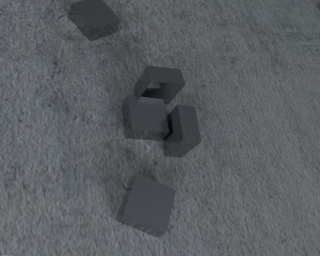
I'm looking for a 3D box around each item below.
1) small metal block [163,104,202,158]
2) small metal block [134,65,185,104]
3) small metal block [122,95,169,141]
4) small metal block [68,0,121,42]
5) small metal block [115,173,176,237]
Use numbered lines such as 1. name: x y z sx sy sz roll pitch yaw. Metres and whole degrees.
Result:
1. small metal block: 0.026 0.005 0.400 0.025 0.050 0.050 7 59 -25
2. small metal block: -0.002 -0.057 0.423 0.050 0.050 0.025 1 62 -28
3. small metal block: -0.020 -0.013 0.402 0.050 0.025 0.050 5 60 -26
4. small metal block: -0.095 -0.159 0.451 0.050 0.025 0.050 49 51 5
5. small metal block: -0.015 0.086 0.345 0.050 0.025 0.050 27 52 -12
